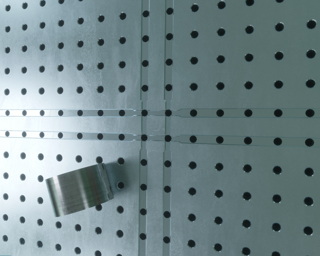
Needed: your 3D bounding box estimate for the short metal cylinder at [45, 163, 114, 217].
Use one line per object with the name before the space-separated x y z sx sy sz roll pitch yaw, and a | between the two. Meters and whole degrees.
short metal cylinder | -0.108 0.083 0.420 0.080 0.080 0.050 -19 84 19
